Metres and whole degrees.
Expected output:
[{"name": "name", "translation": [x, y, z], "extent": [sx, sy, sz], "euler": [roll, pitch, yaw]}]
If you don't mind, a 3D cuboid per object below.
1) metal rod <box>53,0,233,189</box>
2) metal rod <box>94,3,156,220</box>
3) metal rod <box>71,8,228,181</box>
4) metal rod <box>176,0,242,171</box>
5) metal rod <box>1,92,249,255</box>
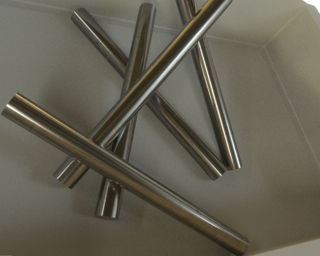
[{"name": "metal rod", "translation": [-0.009, -0.057, 0.359], "extent": [0.025, 0.025, 0.300], "euler": [40, 75, -2]}, {"name": "metal rod", "translation": [-0.037, -0.040, 0.386], "extent": [0.025, 0.025, 0.299], "euler": [18, 62, -19]}, {"name": "metal rod", "translation": [-0.018, -0.050, 0.427], "extent": [0.300, 0.025, 0.025], "euler": [49, 51, 6]}, {"name": "metal rod", "translation": [0.059, -0.087, 0.415], "extent": [0.025, 0.025, 0.298], "euler": [-22, 98, -36]}, {"name": "metal rod", "translation": [-0.019, 0.060, 0.326], "extent": [0.301, 0.025, 0.025], "euler": [35, 50, -19]}]
